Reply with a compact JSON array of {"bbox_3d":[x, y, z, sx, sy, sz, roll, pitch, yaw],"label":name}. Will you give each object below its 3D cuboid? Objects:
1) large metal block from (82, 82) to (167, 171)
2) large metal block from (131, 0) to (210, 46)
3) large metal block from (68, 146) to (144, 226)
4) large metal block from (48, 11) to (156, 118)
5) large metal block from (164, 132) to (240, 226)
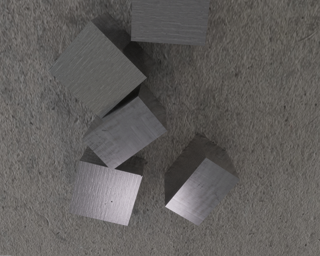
[{"bbox_3d":[-0.039,-0.006,0.378,0.080,0.080,0.050,-36,106,12],"label":"large metal block"},{"bbox_3d":[0.011,-0.138,0.346,0.081,0.050,0.079,3,110,-2],"label":"large metal block"},{"bbox_3d":[-0.072,0.078,0.424,0.080,0.050,0.079,15,109,-6],"label":"large metal block"},{"bbox_3d":[-0.065,-0.072,0.359,0.080,0.050,0.080,-37,107,28],"label":"large metal block"},{"bbox_3d":[0.050,0.063,0.404,0.050,0.080,0.080,33,107,-12],"label":"large metal block"}]
